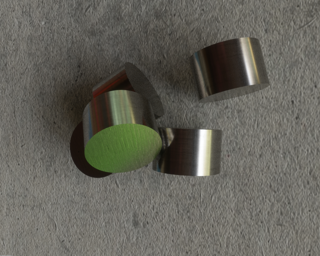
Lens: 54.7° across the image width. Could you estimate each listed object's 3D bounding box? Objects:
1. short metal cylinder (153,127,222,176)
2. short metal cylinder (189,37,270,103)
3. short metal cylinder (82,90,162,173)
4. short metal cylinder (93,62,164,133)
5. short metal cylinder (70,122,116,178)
[{"bbox_3d":[0.032,0.025,0.368,0.080,0.080,0.050,3,91,20],"label":"short metal cylinder"},{"bbox_3d":[0.078,-0.063,0.352,0.080,0.080,0.050,-13,86,19],"label":"short metal cylinder"},{"bbox_3d":[-0.042,0.005,0.339,0.080,0.080,0.050,-32,46,17],"label":"short metal cylinder"},{"bbox_3d":[-0.039,-0.036,0.393,0.050,0.080,0.080,-32,80,17],"label":"short metal cylinder"},{"bbox_3d":[-0.073,0.024,0.422,0.080,0.050,0.080,0,90,20],"label":"short metal cylinder"}]
